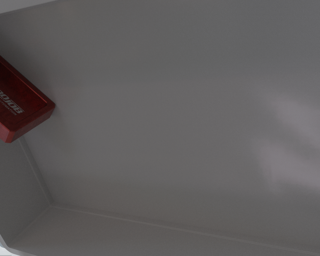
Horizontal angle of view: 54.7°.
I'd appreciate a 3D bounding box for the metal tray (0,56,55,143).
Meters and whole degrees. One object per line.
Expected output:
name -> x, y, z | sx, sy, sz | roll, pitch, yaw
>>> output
metal tray -> -0.237, -0.049, 0.461 | 0.130, 0.090, 0.030 | 42, 129, -1
